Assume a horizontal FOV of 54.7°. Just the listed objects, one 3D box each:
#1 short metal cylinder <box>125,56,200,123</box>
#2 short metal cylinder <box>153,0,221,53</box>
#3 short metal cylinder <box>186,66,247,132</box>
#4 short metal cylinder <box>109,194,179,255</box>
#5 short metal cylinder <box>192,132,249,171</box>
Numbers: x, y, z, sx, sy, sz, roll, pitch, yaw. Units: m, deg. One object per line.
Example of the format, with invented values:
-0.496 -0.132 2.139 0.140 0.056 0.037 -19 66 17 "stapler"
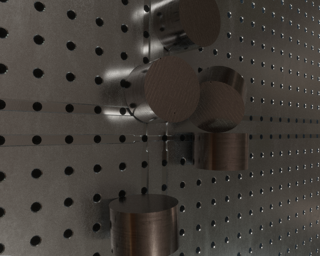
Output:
0.003 -0.046 0.391 0.081 0.050 0.079 1 89 -32 "short metal cylinder"
0.038 -0.147 0.427 0.081 0.050 0.079 0 90 -40 "short metal cylinder"
0.079 -0.040 0.433 0.080 0.080 0.050 60 31 -23 "short metal cylinder"
-0.018 0.111 0.360 0.081 0.080 0.050 -4 93 -40 "short metal cylinder"
0.087 0.032 0.449 0.081 0.080 0.050 1 90 -40 "short metal cylinder"
